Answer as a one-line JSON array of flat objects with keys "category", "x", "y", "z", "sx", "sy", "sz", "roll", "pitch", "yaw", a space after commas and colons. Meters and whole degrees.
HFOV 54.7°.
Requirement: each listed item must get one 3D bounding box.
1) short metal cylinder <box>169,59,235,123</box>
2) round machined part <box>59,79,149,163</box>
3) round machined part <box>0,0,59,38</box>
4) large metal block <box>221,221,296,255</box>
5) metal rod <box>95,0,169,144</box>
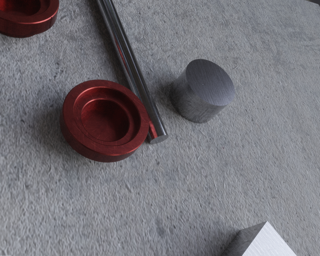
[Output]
[{"category": "short metal cylinder", "x": 0.061, "y": -0.053, "z": 0.453, "sx": 0.081, "sy": 0.050, "sz": 0.080, "roll": 14, "pitch": 56, "yaw": -21}, {"category": "round machined part", "x": -0.066, "y": -0.005, "z": 0.360, "sx": 0.099, "sy": 0.042, "sz": 0.098, "roll": 14, "pitch": 56, "yaw": -21}, {"category": "round machined part", "x": -0.181, "y": -0.153, "z": 0.389, "sx": 0.099, "sy": 0.042, "sz": 0.098, "roll": 14, "pitch": 56, "yaw": -21}, {"category": "large metal block", "x": 0.112, "y": 0.167, "z": 0.346, "sx": 0.081, "sy": 0.050, "sz": 0.080, "roll": -33, "pitch": 81, "yaw": -38}, {"category": "metal rod", "x": -0.054, "y": -0.116, "z": 0.445, "sx": 0.025, "sy": 0.025, "sz": 0.299, "roll": -9, "pitch": 66, "yaw": -32}]
